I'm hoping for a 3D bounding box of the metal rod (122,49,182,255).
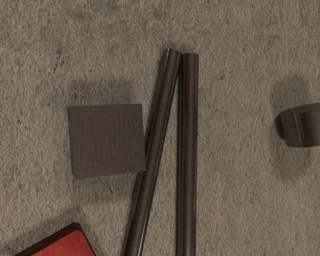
[{"bbox_3d":[-0.012,0.044,0.405,0.025,0.025,0.298,13,86,-20],"label":"metal rod"}]

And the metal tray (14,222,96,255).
[{"bbox_3d":[-0.134,0.183,0.357,0.131,0.030,0.090,-27,99,-18],"label":"metal tray"}]

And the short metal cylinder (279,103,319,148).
[{"bbox_3d":[0.227,-0.006,0.466,0.081,0.080,0.050,-16,96,-20],"label":"short metal cylinder"}]

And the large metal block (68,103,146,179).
[{"bbox_3d":[-0.065,0.013,0.372,0.081,0.050,0.079,-4,92,-20],"label":"large metal block"}]

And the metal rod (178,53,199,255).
[{"bbox_3d":[0.038,0.049,0.424,0.025,0.025,0.298,1,90,-20],"label":"metal rod"}]
